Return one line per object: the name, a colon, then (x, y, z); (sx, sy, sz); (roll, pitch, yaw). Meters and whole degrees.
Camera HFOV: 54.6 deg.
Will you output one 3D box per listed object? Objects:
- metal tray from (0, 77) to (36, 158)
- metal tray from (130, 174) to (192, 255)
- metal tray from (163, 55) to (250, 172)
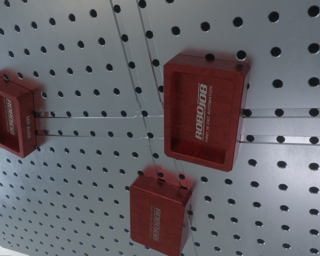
metal tray: (-0.263, -0.018, 0.536); (0.090, 0.030, 0.129); (24, 127, 14)
metal tray: (-0.002, 0.144, 0.499); (0.090, 0.030, 0.129); (16, 125, 19)
metal tray: (0.051, -0.016, 0.371); (0.090, 0.030, 0.129); (13, 124, 21)
